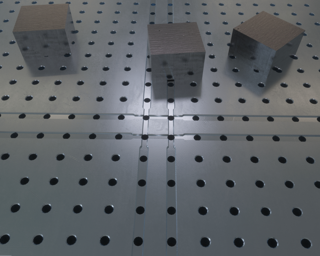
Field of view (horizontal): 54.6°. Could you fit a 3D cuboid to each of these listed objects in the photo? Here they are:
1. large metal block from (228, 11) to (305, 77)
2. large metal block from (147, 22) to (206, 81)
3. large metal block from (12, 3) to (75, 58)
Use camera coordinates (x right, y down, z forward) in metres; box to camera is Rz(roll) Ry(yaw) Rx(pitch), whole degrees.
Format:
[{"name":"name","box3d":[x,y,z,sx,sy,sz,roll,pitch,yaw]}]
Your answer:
[{"name":"large metal block","box3d":[0.173,-0.141,0.511,0.080,0.050,0.080,-35,58,-26]},{"name":"large metal block","box3d":[0.023,-0.123,0.495,0.080,0.050,0.080,-4,50,-4]},{"name":"large metal block","box3d":[-0.195,-0.168,0.532,0.080,0.050,0.080,-5,50,-4]}]
